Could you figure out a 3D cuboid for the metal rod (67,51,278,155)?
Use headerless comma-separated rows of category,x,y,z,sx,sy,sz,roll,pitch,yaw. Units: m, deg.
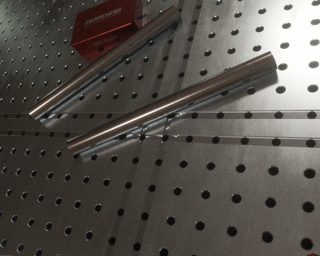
metal rod,0.006,-0.028,0.420,0.301,0.025,0.025,-23,54,14

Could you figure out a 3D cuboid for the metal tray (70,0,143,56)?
metal tray,-0.098,-0.193,0.573,0.130,0.030,0.090,-13,56,20

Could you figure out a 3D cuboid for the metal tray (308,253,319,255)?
metal tray,0.116,0.177,0.235,0.090,0.030,0.130,-28,52,10

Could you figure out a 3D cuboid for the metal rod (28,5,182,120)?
metal rod,-0.095,-0.108,0.522,0.300,0.025,0.025,-34,52,5
